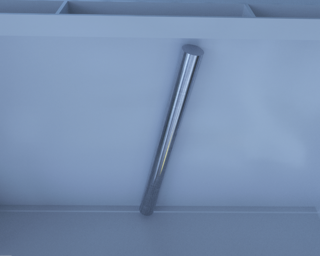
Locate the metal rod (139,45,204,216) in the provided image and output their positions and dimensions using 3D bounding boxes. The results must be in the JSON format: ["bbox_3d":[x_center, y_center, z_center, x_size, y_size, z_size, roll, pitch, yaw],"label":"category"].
[{"bbox_3d":[0.007,0.027,0.431,0.025,0.025,0.298,9,130,-7],"label":"metal rod"}]
